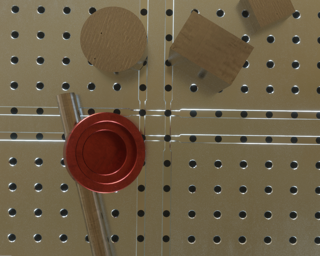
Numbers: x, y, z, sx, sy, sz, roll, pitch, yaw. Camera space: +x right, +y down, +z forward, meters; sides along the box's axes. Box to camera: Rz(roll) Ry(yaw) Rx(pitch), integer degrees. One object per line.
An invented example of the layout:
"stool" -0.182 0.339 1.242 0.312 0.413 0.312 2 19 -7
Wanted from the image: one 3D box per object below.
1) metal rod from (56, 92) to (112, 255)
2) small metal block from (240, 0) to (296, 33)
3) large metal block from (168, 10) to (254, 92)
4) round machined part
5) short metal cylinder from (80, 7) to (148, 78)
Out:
"metal rod" -0.092 0.101 0.412 0.025 0.025 0.298 -13 90 0
"small metal block" 0.144 -0.164 0.415 0.050 0.025 0.050 -25 90 -1
"large metal block" 0.058 -0.090 0.387 0.080 0.080 0.050 31 90 -1
"round machined part" -0.072 0.031 0.391 0.099 0.042 0.097 3 83 -26
"short metal cylinder" -0.057 -0.108 0.400 0.081 0.050 0.079 0 90 -1
